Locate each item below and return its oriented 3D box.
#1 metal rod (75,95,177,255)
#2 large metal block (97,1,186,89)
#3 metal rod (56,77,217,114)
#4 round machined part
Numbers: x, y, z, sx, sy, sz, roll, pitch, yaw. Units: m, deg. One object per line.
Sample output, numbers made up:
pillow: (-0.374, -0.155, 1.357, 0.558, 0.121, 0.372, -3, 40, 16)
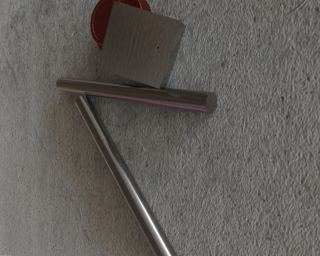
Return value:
metal rod: (-0.053, 0.070, 0.446, 0.025, 0.025, 0.299, -47, 62, 29)
large metal block: (-0.022, -0.101, 0.383, 0.080, 0.050, 0.079, 19, 104, 7)
metal rod: (-0.056, -0.053, 0.448, 0.300, 0.025, 0.025, 12, 98, 39)
round machined part: (-0.062, -0.148, 0.443, 0.098, 0.042, 0.097, 0, 90, 39)
